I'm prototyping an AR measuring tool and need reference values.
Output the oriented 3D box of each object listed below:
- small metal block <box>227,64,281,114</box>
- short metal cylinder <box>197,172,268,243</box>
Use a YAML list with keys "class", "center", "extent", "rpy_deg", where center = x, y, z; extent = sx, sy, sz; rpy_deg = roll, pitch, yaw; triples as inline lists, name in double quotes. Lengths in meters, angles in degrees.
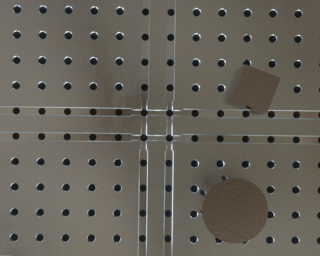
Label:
- class: "small metal block"
  center: [0.124, -0.051, 0.414]
  extent: [0.050, 0.025, 0.050]
  rpy_deg: [22, 90, 0]
- class: "short metal cylinder"
  center: [0.091, 0.101, 0.402]
  extent: [0.081, 0.050, 0.079]
  rpy_deg: [0, 90, 0]
